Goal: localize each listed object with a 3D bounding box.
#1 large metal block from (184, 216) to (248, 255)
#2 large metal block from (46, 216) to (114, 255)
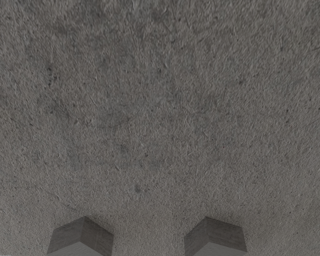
[{"bbox_3d":[0.101,0.217,0.576,0.080,0.050,0.080,21,127,-17],"label":"large metal block"},{"bbox_3d":[-0.145,0.216,0.573,0.080,0.050,0.080,-28,125,21],"label":"large metal block"}]
